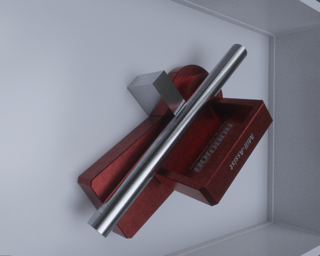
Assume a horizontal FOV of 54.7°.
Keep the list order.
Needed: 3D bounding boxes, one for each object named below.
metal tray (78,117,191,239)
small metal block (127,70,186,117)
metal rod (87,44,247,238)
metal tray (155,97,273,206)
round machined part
[{"bbox_3d":[-0.024,0.057,0.384,0.131,0.030,0.090,-42,116,-32],"label":"metal tray"},{"bbox_3d":[-0.005,-0.041,0.386,0.025,0.050,0.050,-52,121,-27],"label":"small metal block"},{"bbox_3d":[0.023,-0.002,0.375,0.301,0.025,0.025,-50,120,-24],"label":"metal rod"},{"bbox_3d":[0.060,0.020,0.366,0.130,0.090,0.030,-50,123,-21],"label":"metal tray"},{"bbox_3d":[0.052,-0.041,0.439,0.099,0.042,0.097,0,90,-40],"label":"round machined part"}]
